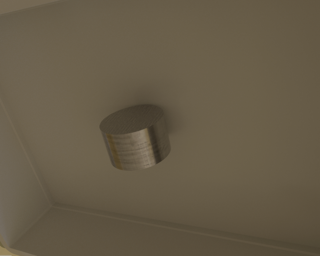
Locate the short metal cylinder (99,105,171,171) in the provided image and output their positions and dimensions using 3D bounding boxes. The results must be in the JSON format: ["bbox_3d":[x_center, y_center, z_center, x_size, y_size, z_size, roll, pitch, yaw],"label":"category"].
[{"bbox_3d":[-0.030,0.010,0.392,0.080,0.080,0.050,2,119,27],"label":"short metal cylinder"}]
